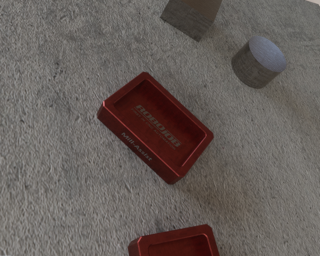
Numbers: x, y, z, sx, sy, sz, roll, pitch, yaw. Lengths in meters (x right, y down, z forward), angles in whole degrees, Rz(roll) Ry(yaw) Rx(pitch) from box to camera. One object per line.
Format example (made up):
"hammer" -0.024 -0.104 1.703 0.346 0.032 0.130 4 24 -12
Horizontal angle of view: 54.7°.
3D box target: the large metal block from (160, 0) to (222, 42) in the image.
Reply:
"large metal block" 0.057 -0.212 0.548 0.080 0.050 0.080 30 52 -9

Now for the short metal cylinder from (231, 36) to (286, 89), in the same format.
"short metal cylinder" 0.176 -0.117 0.554 0.081 0.050 0.080 14 56 -21

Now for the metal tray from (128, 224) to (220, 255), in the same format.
"metal tray" 0.025 0.171 0.309 0.091 0.030 0.130 0 62 -28

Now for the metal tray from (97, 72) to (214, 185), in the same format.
"metal tray" -0.003 -0.003 0.400 0.130 0.030 0.090 43 51 1
